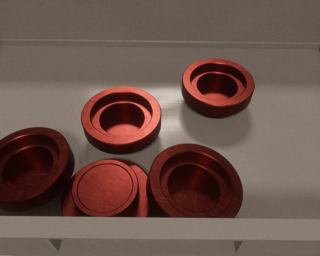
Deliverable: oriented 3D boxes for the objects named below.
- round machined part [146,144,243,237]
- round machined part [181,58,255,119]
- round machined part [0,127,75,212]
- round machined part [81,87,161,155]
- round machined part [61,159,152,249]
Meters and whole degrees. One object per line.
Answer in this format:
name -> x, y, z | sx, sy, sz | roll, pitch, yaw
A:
round machined part -> 0.034, 0.068, 0.330 | 0.099, 0.042, 0.098 | 7, 50, -8
round machined part -> 0.079, -0.052, 0.439 | 0.099, 0.042, 0.098 | 0, 50, 0
round machined part -> -0.144, 0.049, 0.347 | 0.099, 0.042, 0.098 | -3, 49, 4
round machined part -> -0.048, -0.005, 0.398 | 0.099, 0.042, 0.098 | 0, 50, 0
round machined part -> -0.056, 0.073, 0.332 | 0.099, 0.042, 0.098 | 0, 50, 0
